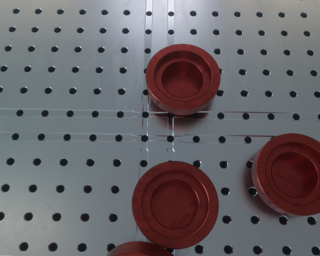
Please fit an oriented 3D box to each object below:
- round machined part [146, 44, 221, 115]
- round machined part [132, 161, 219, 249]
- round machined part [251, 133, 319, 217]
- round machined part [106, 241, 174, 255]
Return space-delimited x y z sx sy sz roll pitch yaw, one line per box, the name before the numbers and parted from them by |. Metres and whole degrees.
round machined part | 0.030 -0.063 0.426 0.099 0.042 0.098 0 70 0
round machined part | 0.017 0.092 0.369 0.099 0.042 0.098 0 70 -1
round machined part | 0.162 0.059 0.382 0.099 0.042 0.098 0 70 0
round machined part | -0.016 0.163 0.327 0.098 0.042 0.097 3 103 12
